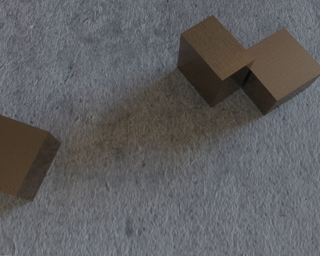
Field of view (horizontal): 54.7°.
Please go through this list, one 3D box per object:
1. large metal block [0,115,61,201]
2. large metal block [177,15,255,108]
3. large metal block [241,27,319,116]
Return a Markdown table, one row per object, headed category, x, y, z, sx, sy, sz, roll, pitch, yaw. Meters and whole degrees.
| category | x | y | z | sx | sy | sz | roll | pitch | yaw |
| --- | --- | --- | --- | --- | --- | --- | --- | --- | --- |
| large metal block | -0.183 | 0.035 | 0.380 | 0.080 | 0.050 | 0.080 | 19 | 71 | 6 |
| large metal block | 0.069 | -0.085 | 0.411 | 0.050 | 0.080 | 0.080 | -34 | 74 | -12 |
| large metal block | 0.157 | -0.077 | 0.425 | 0.080 | 0.050 | 0.080 | -31 | 73 | -11 |
